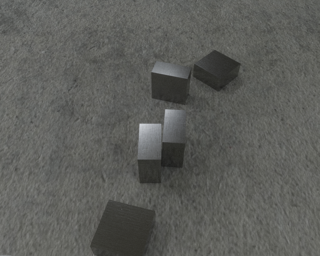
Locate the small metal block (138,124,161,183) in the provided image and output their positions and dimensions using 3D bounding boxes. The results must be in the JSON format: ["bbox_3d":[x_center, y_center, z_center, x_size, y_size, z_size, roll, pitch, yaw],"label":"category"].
[{"bbox_3d":[-0.011,0.030,0.362,0.025,0.050,0.050,0,50,0],"label":"small metal block"}]

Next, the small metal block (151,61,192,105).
[{"bbox_3d":[0.016,-0.064,0.441,0.050,0.050,0.025,13,51,10],"label":"small metal block"}]

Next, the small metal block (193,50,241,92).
[{"bbox_3d":[0.088,-0.090,0.480,0.050,0.025,0.050,37,59,26],"label":"small metal block"}]

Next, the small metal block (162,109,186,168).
[{"bbox_3d":[0.017,0.013,0.376,0.025,0.050,0.050,3,50,2],"label":"small metal block"}]

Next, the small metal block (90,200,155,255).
[{"bbox_3d":[-0.036,0.106,0.314,0.050,0.025,0.050,12,51,9],"label":"small metal block"}]
